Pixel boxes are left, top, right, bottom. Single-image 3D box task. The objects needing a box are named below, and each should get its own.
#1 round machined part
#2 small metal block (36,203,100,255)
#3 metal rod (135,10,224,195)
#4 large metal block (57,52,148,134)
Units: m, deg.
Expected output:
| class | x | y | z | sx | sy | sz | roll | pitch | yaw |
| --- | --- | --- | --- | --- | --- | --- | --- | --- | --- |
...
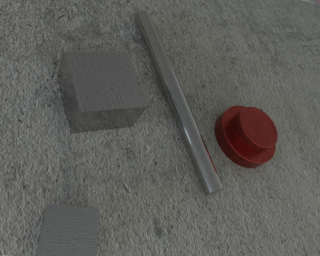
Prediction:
| class | x | y | z | sx | sy | sz | roll | pitch | yaw |
| --- | --- | --- | --- | --- | --- | --- | --- | --- | --- |
| round machined part | 0.135 | 0.007 | 0.464 | 0.099 | 0.042 | 0.098 | 14 | 56 | -21 |
| small metal block | -0.087 | 0.102 | 0.295 | 0.050 | 0.025 | 0.050 | 12 | 57 | -22 |
| metal rod | 0.020 | -0.049 | 0.446 | 0.025 | 0.025 | 0.299 | -7 | 65 | -32 |
| large metal block | -0.072 | -0.044 | 0.377 | 0.081 | 0.050 | 0.080 | -7 | 65 | -32 |
